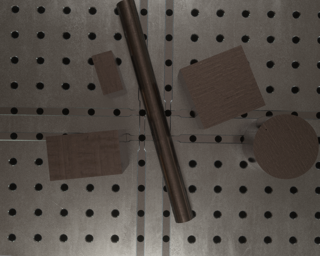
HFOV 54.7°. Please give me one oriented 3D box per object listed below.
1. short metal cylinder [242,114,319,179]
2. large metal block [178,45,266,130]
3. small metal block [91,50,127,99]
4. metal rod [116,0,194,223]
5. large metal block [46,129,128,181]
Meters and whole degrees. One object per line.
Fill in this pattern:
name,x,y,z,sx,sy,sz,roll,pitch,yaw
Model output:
short metal cylinder,0.154,0.023,0.403,0.081,0.050,0.079,0,90,-1
large metal block,0.077,-0.050,0.402,0.080,0.050,0.080,-22,90,-1
small metal block,-0.064,-0.067,0.400,0.025,0.050,0.050,-17,90,0
metal rod,-0.007,-0.022,0.413,0.025,0.025,0.298,-15,90,0
large metal block,-0.085,0.030,0.385,0.081,0.080,0.050,-6,90,-1
